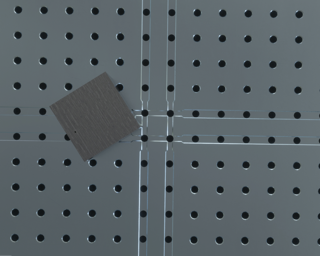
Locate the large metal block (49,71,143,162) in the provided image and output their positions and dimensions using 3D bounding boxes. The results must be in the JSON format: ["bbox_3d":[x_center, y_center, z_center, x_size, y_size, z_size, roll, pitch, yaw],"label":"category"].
[{"bbox_3d":[-0.079,-0.014,0.400,0.080,0.050,0.080,-32,90,0],"label":"large metal block"}]
